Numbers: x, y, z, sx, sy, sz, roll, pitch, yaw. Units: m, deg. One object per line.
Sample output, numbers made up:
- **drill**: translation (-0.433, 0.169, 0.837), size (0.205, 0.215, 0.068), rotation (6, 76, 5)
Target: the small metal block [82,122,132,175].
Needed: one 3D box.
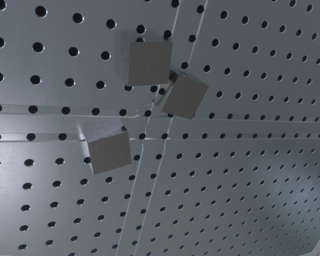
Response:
- **small metal block**: translation (-0.066, 0.026, 0.391), size (0.050, 0.025, 0.050), rotation (-16, 125, -20)

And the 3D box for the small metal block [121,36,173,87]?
- **small metal block**: translation (-0.016, -0.077, 0.354), size (0.050, 0.025, 0.050), rotation (-8, 122, -24)

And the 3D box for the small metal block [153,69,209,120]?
- **small metal block**: translation (0.027, -0.043, 0.399), size (0.050, 0.025, 0.050), rotation (13, 112, -34)
